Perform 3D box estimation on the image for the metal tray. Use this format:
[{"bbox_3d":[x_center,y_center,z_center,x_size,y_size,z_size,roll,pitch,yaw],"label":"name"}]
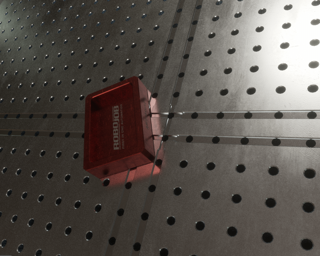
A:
[{"bbox_3d":[-0.060,-0.004,0.436,0.090,0.030,0.130,-19,54,16],"label":"metal tray"}]
